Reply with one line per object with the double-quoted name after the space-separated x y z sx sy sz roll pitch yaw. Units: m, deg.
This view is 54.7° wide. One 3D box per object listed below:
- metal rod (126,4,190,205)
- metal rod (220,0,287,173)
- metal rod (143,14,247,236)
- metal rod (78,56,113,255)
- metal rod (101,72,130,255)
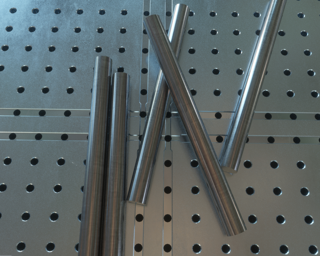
0.003 -0.046 0.428 0.025 0.025 0.299 12 70 4 "metal rod"
0.138 -0.079 0.442 0.025 0.025 0.300 19 71 6 "metal rod"
0.040 -0.013 0.398 0.025 0.025 0.299 -19 78 -7 "metal rod"
-0.081 0.043 0.394 0.025 0.025 0.299 0 70 0 "metal rod"
-0.055 0.068 0.386 0.025 0.025 0.299 0 70 0 "metal rod"
